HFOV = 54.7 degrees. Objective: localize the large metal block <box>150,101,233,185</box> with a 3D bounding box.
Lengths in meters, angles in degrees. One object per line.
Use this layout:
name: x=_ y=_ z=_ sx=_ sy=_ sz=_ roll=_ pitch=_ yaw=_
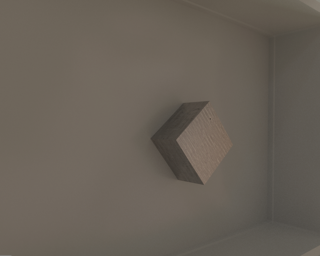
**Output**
large metal block: x=0.047 y=0.019 z=0.432 sx=0.080 sy=0.050 sz=0.080 roll=-47 pitch=119 yaw=-30
